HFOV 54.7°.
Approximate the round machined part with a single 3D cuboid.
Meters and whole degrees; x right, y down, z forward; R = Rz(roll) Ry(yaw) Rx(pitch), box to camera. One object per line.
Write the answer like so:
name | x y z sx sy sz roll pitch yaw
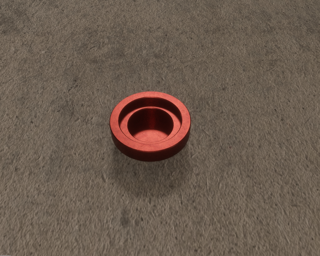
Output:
round machined part | -0.012 0.002 0.390 0.099 0.042 0.098 0 50 0
